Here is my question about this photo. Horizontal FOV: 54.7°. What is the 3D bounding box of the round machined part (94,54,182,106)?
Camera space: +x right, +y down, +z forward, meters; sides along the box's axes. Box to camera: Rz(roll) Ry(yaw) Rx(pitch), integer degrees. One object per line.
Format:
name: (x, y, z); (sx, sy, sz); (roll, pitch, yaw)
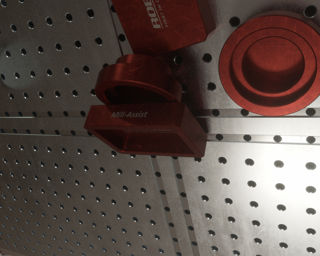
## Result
round machined part: (-0.022, -0.050, 0.359); (0.099, 0.042, 0.098); (9, 161, 3)

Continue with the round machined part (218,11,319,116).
round machined part: (0.111, -0.064, 0.302); (0.098, 0.042, 0.097); (13, 124, 20)

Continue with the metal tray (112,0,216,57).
metal tray: (-0.006, -0.144, 0.321); (0.090, 0.030, 0.129); (-10, 114, 32)

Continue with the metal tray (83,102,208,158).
metal tray: (-0.017, 0.005, 0.388); (0.130, 0.030, 0.090); (0, 154, 28)
